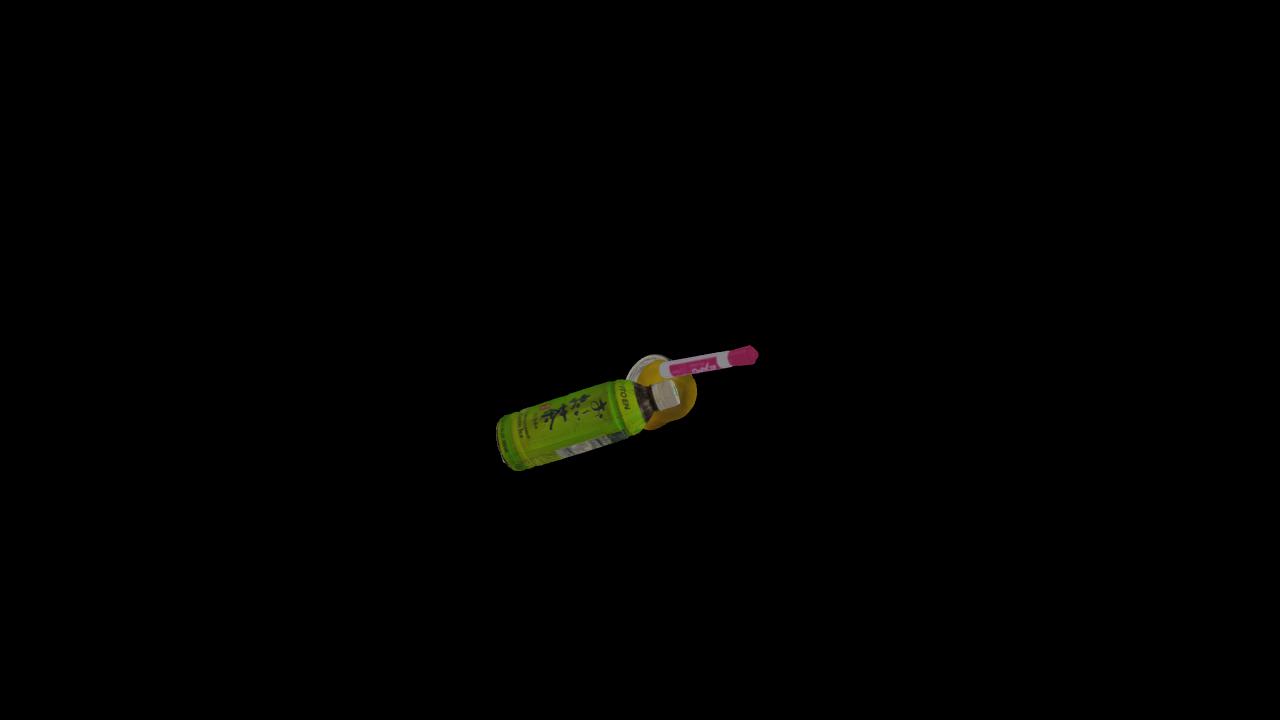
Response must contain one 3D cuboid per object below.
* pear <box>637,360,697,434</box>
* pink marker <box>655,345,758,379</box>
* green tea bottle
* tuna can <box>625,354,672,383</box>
[{"bbox_3d":[0.020,0.056,0.764,0.080,0.111,0.080,25,19,-9],"label":"pear"},{"bbox_3d":[0.069,0.003,0.632,0.020,0.020,0.121,0,-8,-45],"label":"pink marker"},{"bbox_3d":[-0.058,0.069,0.712,0.212,0.073,0.073,-17,-3,8],"label":"green tea bottle"},{"bbox_3d":[0.020,0.036,0.770,0.084,0.084,0.034,0,-18,40],"label":"tuna can"}]
